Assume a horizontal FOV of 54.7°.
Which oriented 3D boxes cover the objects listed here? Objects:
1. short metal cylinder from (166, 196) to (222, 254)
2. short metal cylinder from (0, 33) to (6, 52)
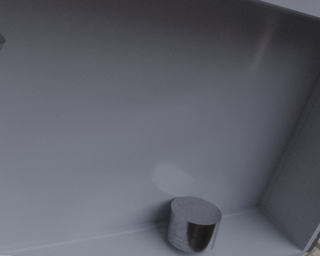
[{"bbox_3d":[0.053,0.151,0.490,0.081,0.080,0.050,1,109,-29],"label":"short metal cylinder"},{"bbox_3d":[-0.171,-0.066,0.238,0.080,0.080,0.050,25,105,-37],"label":"short metal cylinder"}]
